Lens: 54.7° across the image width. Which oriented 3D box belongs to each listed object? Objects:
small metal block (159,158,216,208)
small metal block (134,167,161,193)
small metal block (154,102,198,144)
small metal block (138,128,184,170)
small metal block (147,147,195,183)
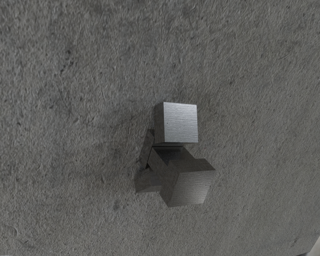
[{"bbox_3d":[0.032,0.065,0.371,0.050,0.025,0.050,1,118,-29],"label":"small metal block"},{"bbox_3d":[-0.003,0.073,0.438,0.050,0.025,0.050,2,158,-30],"label":"small metal block"},{"bbox_3d":[0.021,-0.005,0.403,0.050,0.025,0.050,3,81,-30],"label":"small metal block"},{"bbox_3d":[0.003,0.029,0.431,0.050,0.025,0.050,2,117,-30],"label":"small metal block"},{"bbox_3d":[0.019,0.048,0.401,0.050,0.050,0.025,2,117,-30],"label":"small metal block"}]
